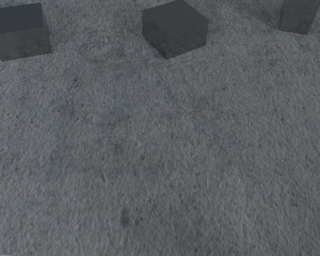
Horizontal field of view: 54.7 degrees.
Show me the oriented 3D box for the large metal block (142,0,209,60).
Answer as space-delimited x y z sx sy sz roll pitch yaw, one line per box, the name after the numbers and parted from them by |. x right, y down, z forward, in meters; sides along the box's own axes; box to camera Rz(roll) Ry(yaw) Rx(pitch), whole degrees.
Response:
0.024 -0.171 0.531 0.081 0.050 0.080 -24 55 -20 | large metal block

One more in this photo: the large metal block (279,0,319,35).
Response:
0.256 -0.230 0.564 0.050 0.080 0.080 13 51 10 | large metal block

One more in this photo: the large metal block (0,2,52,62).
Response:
-0.232 -0.163 0.521 0.081 0.050 0.080 -13 51 -11 | large metal block
